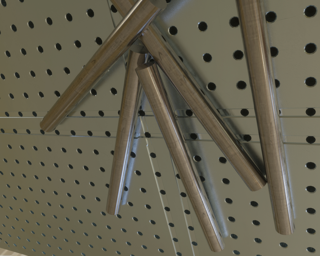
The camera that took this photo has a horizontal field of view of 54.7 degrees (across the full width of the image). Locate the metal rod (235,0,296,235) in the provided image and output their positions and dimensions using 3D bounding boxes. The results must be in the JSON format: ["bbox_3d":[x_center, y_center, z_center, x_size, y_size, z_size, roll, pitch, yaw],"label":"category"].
[{"bbox_3d":[0.122,0.000,0.346,0.025,0.025,0.298,-4,117,29],"label":"metal rod"}]

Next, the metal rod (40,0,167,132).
[{"bbox_3d":[-0.093,-0.064,0.398,0.025,0.025,0.299,49,134,-7],"label":"metal rod"}]

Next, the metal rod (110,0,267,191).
[{"bbox_3d":[0.034,-0.046,0.364,0.025,0.025,0.300,-30,102,37],"label":"metal rod"}]

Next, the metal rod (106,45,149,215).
[{"bbox_3d":[-0.053,0.024,0.452,0.025,0.025,0.298,24,127,13],"label":"metal rod"}]

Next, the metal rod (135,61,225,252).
[{"bbox_3d":[0.036,0.055,0.414,0.025,0.025,0.299,-7,118,31],"label":"metal rod"}]
